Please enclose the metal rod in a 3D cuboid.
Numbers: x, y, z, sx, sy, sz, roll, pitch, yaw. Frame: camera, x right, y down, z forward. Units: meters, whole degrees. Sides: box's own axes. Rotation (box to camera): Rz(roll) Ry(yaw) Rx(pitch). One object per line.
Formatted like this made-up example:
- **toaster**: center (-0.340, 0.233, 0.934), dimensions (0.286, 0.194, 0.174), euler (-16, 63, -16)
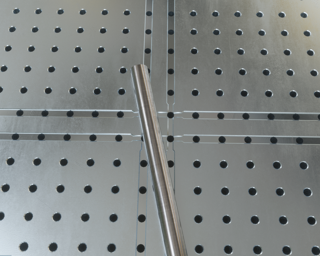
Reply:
- **metal rod**: center (-0.001, 0.054, 0.392), dimensions (0.025, 0.025, 0.299), euler (-11, 70, -4)
